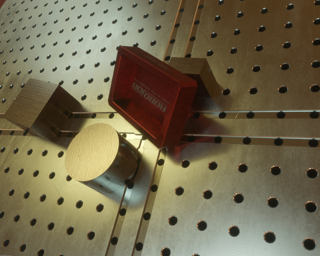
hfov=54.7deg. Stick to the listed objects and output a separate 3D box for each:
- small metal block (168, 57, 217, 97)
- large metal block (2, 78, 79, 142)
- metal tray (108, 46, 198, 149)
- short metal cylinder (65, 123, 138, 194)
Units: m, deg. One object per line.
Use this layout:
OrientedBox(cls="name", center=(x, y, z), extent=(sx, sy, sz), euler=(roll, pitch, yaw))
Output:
OrientedBox(cls="small metal block", center=(0.042, -0.067, 0.412), extent=(0.050, 0.050, 0.025), euler=(10, 66, 32))
OrientedBox(cls="large metal block", center=(-0.198, -0.031, 0.515), extent=(0.080, 0.050, 0.080), euler=(15, 70, 34))
OrientedBox(cls="metal tray", center=(-0.016, -0.044, 0.408), extent=(0.130, 0.030, 0.089), euler=(39, 124, 38))
OrientedBox(cls="short metal cylinder", center=(-0.076, 0.040, 0.407), extent=(0.080, 0.050, 0.080), euler=(-13, 56, 21))
